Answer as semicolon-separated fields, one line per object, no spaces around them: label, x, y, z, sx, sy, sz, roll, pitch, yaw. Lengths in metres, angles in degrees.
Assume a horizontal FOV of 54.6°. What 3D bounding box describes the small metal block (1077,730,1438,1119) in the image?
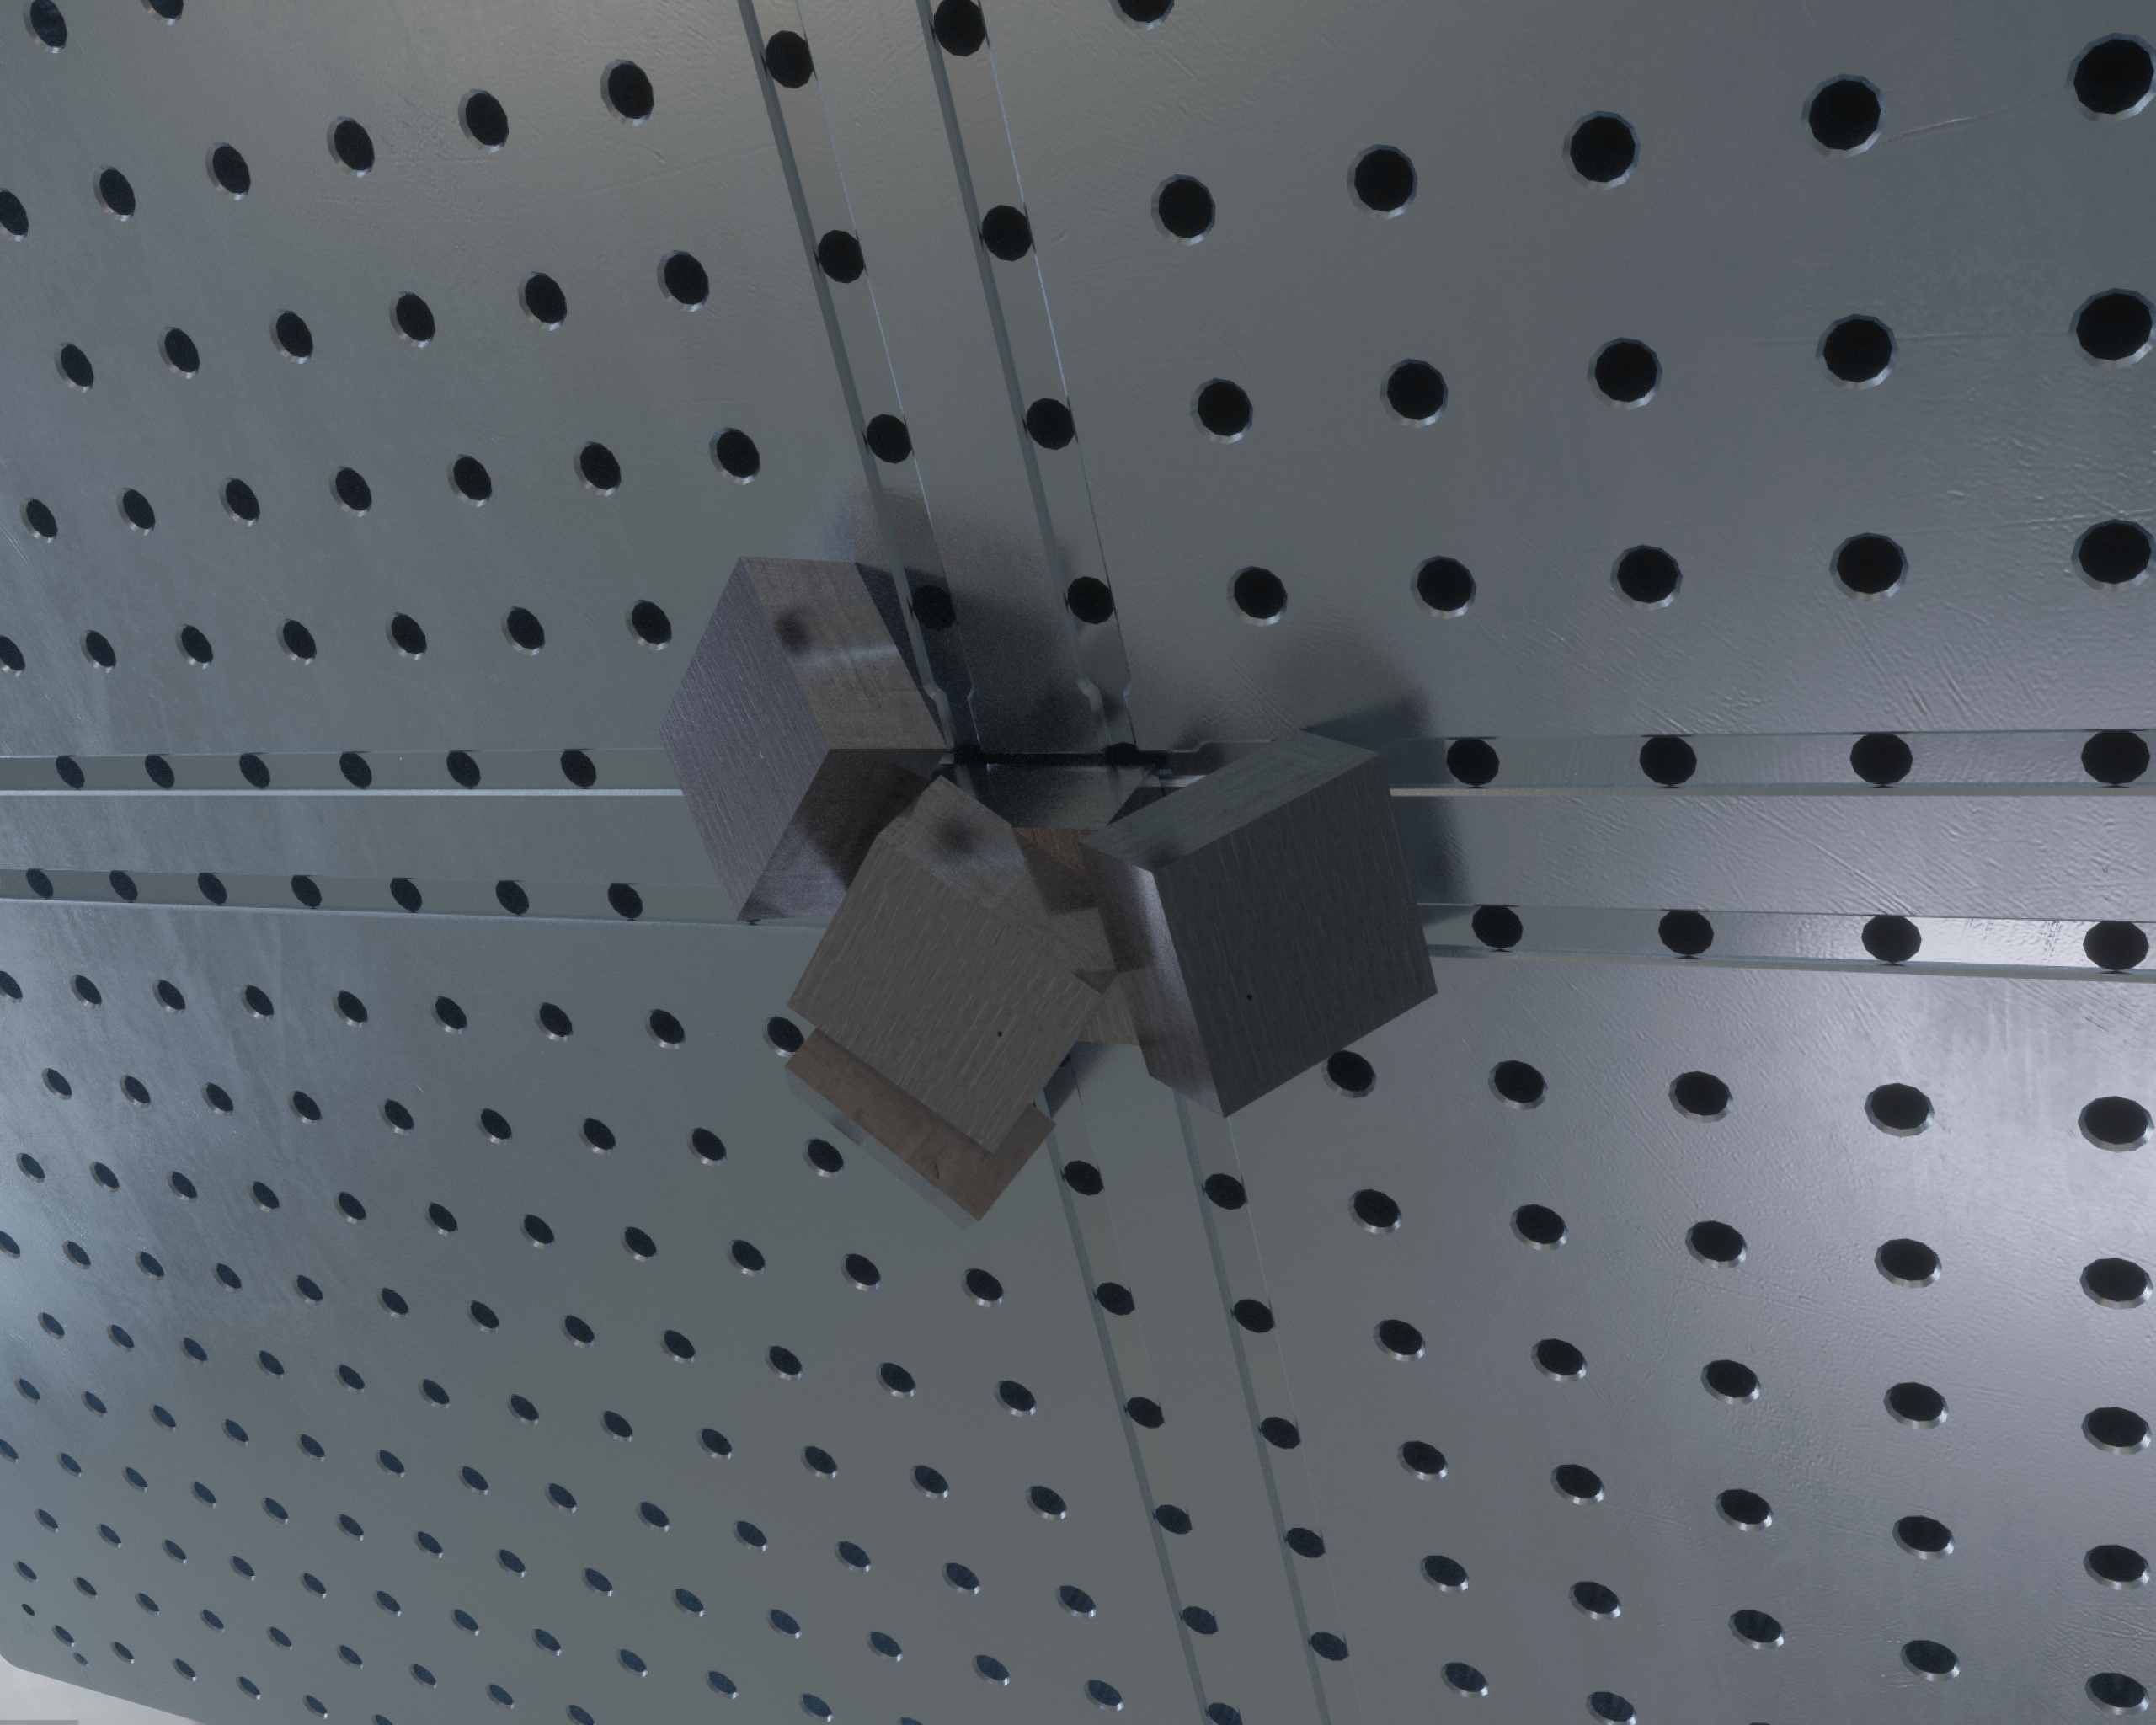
small metal block;0.034;0.010;0.381;0.025;0.050;0.050;24;136;56

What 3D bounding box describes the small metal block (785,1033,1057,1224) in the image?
small metal block;-0.034;0.052;0.446;0.050;0.025;0.050;38;166;2

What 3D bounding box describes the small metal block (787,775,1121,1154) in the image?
small metal block;-0.021;0.020;0.403;0.050;0.025;0.050;35;129;4

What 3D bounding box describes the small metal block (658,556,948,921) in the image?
small metal block;-0.055;-0.024;0.410;0.050;0.025;0.050;-55;50;39

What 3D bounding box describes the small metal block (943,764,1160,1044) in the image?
small metal block;-0.007;0.008;0.420;0.050;0.025;0.050;1;122;27
